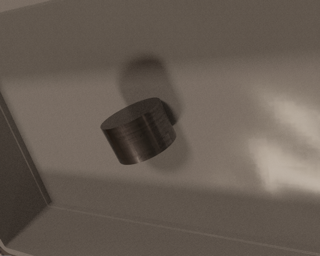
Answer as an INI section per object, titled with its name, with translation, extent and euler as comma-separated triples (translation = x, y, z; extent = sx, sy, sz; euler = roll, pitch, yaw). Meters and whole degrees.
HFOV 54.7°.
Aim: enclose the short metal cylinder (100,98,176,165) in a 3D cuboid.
[short metal cylinder]
translation = -0.026, 0.003, 0.387
extent = 0.080, 0.080, 0.050
euler = -13, 112, 33
